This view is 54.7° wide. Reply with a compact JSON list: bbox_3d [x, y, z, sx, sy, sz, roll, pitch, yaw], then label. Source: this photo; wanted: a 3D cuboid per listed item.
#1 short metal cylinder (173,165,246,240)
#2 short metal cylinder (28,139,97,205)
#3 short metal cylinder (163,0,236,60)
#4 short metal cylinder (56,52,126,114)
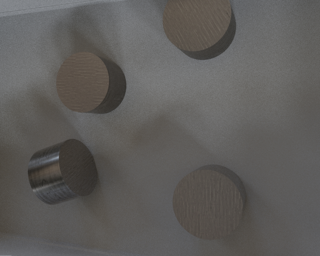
[{"bbox_3d":[0.061,0.087,0.375,0.080,0.050,0.079,0,90,19],"label":"short metal cylinder"},{"bbox_3d":[-0.131,0.060,0.426,0.050,0.080,0.080,-19,84,19],"label":"short metal cylinder"},{"bbox_3d":[0.050,-0.128,0.379,0.080,0.050,0.079,0,90,19],"label":"short metal cylinder"},{"bbox_3d":[-0.094,-0.060,0.429,0.080,0.050,0.079,0,90,19],"label":"short metal cylinder"}]
